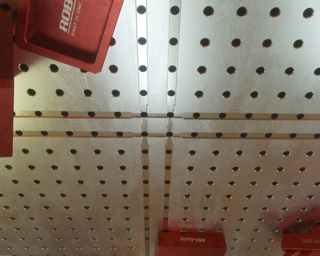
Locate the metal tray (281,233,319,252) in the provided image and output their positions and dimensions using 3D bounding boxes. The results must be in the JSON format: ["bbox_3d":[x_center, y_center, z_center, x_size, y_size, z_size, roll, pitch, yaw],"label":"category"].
[{"bbox_3d":[0.306,0.229,0.575,0.130,0.030,0.090,-16,132,40],"label":"metal tray"}]

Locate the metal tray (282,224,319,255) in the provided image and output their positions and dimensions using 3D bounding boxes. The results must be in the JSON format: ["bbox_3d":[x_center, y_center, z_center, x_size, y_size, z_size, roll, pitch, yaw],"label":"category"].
[{"bbox_3d":[0.291,0.248,0.592,0.130,0.030,0.090,-44,120,6],"label":"metal tray"}]

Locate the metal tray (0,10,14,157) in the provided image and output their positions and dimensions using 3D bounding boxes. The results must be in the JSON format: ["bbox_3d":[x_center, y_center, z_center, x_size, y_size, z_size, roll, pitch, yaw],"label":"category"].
[{"bbox_3d":[-0.160,-0.046,0.300,0.030,0.130,0.089,0,133,-26],"label":"metal tray"}]

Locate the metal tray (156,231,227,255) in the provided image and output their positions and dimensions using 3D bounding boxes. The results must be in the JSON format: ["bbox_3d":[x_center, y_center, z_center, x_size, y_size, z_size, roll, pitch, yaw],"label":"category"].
[{"bbox_3d":[0.058,0.247,0.618,0.131,0.030,0.089,4,130,-4],"label":"metal tray"}]

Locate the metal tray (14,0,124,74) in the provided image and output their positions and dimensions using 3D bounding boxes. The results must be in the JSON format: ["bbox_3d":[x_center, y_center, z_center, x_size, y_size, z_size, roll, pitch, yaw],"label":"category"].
[{"bbox_3d":[-0.083,-0.125,0.300,0.091,0.030,0.129,17,128,-14],"label":"metal tray"}]
